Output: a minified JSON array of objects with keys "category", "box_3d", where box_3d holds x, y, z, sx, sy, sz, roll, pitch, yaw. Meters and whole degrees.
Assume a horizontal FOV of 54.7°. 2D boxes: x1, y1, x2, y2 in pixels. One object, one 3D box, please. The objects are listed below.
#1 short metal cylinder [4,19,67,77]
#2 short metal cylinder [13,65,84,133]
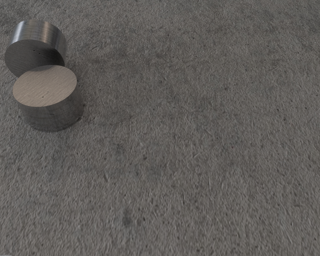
[{"category":"short metal cylinder","box_3d":[-0.182,-0.112,0.460,0.081,0.080,0.050,-5,50,-5]},{"category":"short metal cylinder","box_3d":[-0.149,-0.040,0.420,0.080,0.050,0.080,0,50,0]}]
